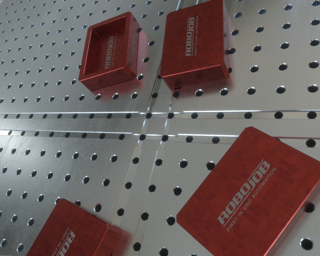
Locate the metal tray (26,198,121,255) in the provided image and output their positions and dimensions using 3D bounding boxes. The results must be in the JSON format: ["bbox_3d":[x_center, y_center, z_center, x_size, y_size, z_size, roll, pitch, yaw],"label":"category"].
[{"bbox_3d":[-0.115,0.160,0.365,0.090,0.030,0.130,16,70,34],"label":"metal tray"}]

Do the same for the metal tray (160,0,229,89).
[{"bbox_3d":[0.052,-0.125,0.453,0.090,0.030,0.130,-8,58,23],"label":"metal tray"}]

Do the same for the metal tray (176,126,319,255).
[{"bbox_3d":[0.091,0.072,0.313,0.090,0.030,0.130,34,80,38],"label":"metal tray"}]

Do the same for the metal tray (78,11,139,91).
[{"bbox_3d":[-0.085,-0.132,0.528,0.090,0.030,0.130,-13,56,21],"label":"metal tray"}]
